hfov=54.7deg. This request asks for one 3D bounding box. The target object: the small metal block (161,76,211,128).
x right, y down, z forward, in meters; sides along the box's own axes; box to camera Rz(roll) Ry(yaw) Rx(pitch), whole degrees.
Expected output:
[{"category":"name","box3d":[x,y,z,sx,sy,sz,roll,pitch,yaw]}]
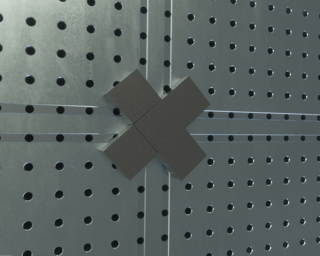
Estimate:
[{"category":"small metal block","box3d":[0.032,-0.035,0.425,0.050,0.025,0.050,-43,104,-15]}]

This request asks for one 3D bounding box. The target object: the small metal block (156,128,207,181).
[{"category":"small metal block","box3d":[0.027,0.035,0.424,0.050,0.025,0.050,-43,104,-15]}]

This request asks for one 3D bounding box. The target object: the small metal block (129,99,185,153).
[{"category":"small metal block","box3d":[-0.004,-0.002,0.411,0.050,0.025,0.050,-43,104,-15]}]

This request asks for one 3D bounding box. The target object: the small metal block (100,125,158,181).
[{"category":"small metal block","box3d":[-0.040,0.031,0.399,0.050,0.025,0.050,-43,104,-15]}]

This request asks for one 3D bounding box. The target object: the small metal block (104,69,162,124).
[{"category":"small metal block","box3d":[-0.035,-0.040,0.400,0.050,0.025,0.050,-43,104,-15]}]
